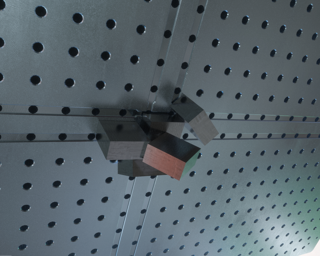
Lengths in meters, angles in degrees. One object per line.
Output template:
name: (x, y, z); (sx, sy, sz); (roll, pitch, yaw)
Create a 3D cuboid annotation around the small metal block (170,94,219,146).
small metal block: (0.046, -0.011, 0.412); (0.025, 0.050, 0.050); (-41, 130, -1)

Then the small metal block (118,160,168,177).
small metal block: (-0.023, 0.049, 0.409); (0.050, 0.050, 0.025); (1, 86, -29)

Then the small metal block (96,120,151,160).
small metal block: (-0.046, 0.014, 0.378); (0.050, 0.050, 0.025); (2, 118, -29)

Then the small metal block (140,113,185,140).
small metal block: (0.000, 0.008, 0.415); (0.050, 0.025, 0.050); (1, 118, -30)

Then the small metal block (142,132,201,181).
small metal block: (0.015, 0.033, 0.377); (0.050, 0.050, 0.025); (-31, 142, -59)
